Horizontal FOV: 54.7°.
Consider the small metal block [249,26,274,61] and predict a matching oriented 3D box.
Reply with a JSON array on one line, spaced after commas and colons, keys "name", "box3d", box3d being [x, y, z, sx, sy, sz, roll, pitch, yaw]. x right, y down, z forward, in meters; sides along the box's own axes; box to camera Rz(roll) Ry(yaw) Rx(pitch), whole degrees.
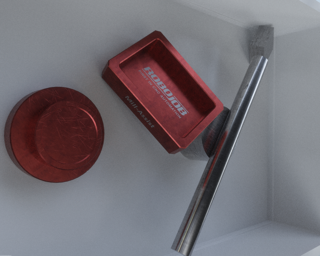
[{"name": "small metal block", "box3d": [0.180, -0.143, 0.548, 0.050, 0.025, 0.050, -59, 150, -23]}]

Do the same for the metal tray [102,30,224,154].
[{"name": "metal tray", "box3d": [0.006, -0.045, 0.377, 0.130, 0.030, 0.090, 49, 59, -3]}]

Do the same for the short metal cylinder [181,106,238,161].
[{"name": "short metal cylinder", "box3d": [0.069, 0.009, 0.451, 0.081, 0.050, 0.079, 0, 90, -40]}]

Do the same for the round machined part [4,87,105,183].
[{"name": "round machined part", "box3d": [-0.099, 0.007, 0.314, 0.099, 0.042, 0.097, 0, 90, -40]}]

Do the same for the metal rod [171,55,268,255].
[{"name": "metal rod", "box3d": [0.088, 0.023, 0.417, 0.025, 0.025, 0.300, 41, 65, -33]}]
